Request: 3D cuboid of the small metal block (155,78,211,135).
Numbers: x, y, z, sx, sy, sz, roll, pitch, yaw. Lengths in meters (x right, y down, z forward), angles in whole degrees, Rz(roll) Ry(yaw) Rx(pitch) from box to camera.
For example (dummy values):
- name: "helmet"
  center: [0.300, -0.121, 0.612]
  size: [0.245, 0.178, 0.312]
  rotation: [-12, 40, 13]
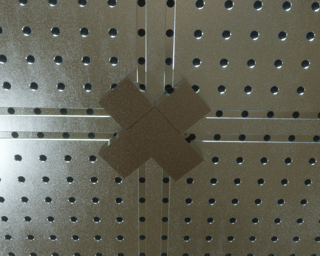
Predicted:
- name: "small metal block"
  center: [0.030, -0.029, 0.403]
  size: [0.050, 0.025, 0.050]
  rotation: [-39, 106, 13]

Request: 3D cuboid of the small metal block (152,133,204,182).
- name: "small metal block"
  center: [0.024, 0.037, 0.427]
  size: [0.050, 0.025, 0.050]
  rotation: [-39, 106, 13]

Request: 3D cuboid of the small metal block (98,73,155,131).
- name: "small metal block"
  center: [-0.042, -0.034, 0.400]
  size: [0.050, 0.025, 0.050]
  rotation: [-39, 106, 13]

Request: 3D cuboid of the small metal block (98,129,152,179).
- name: "small metal block"
  center: [-0.047, 0.033, 0.425]
  size: [0.050, 0.025, 0.050]
  rotation: [-39, 106, 13]

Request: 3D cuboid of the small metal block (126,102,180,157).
- name: "small metal block"
  center: [-0.009, 0.002, 0.413]
  size: [0.050, 0.025, 0.050]
  rotation: [-39, 106, 13]
